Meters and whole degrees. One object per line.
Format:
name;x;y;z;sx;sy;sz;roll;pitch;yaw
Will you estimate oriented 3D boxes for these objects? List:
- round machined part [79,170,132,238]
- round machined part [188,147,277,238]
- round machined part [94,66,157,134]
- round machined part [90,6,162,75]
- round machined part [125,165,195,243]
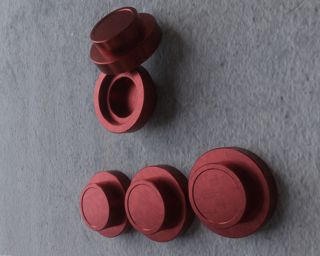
round machined part;-0.082;0.113;0.459;0.098;0.042;0.097;0;90;39
round machined part;0.070;0.070;0.335;0.098;0.042;0.097;0;90;39
round machined part;-0.043;-0.041;0.428;0.098;0.042;0.097;0;90;39
round machined part;-0.050;-0.119;0.401;0.098;0.042;0.098;-17;47;19
round machined part;-0.007;0.098;0.398;0.098;0.042;0.097;0;90;39
